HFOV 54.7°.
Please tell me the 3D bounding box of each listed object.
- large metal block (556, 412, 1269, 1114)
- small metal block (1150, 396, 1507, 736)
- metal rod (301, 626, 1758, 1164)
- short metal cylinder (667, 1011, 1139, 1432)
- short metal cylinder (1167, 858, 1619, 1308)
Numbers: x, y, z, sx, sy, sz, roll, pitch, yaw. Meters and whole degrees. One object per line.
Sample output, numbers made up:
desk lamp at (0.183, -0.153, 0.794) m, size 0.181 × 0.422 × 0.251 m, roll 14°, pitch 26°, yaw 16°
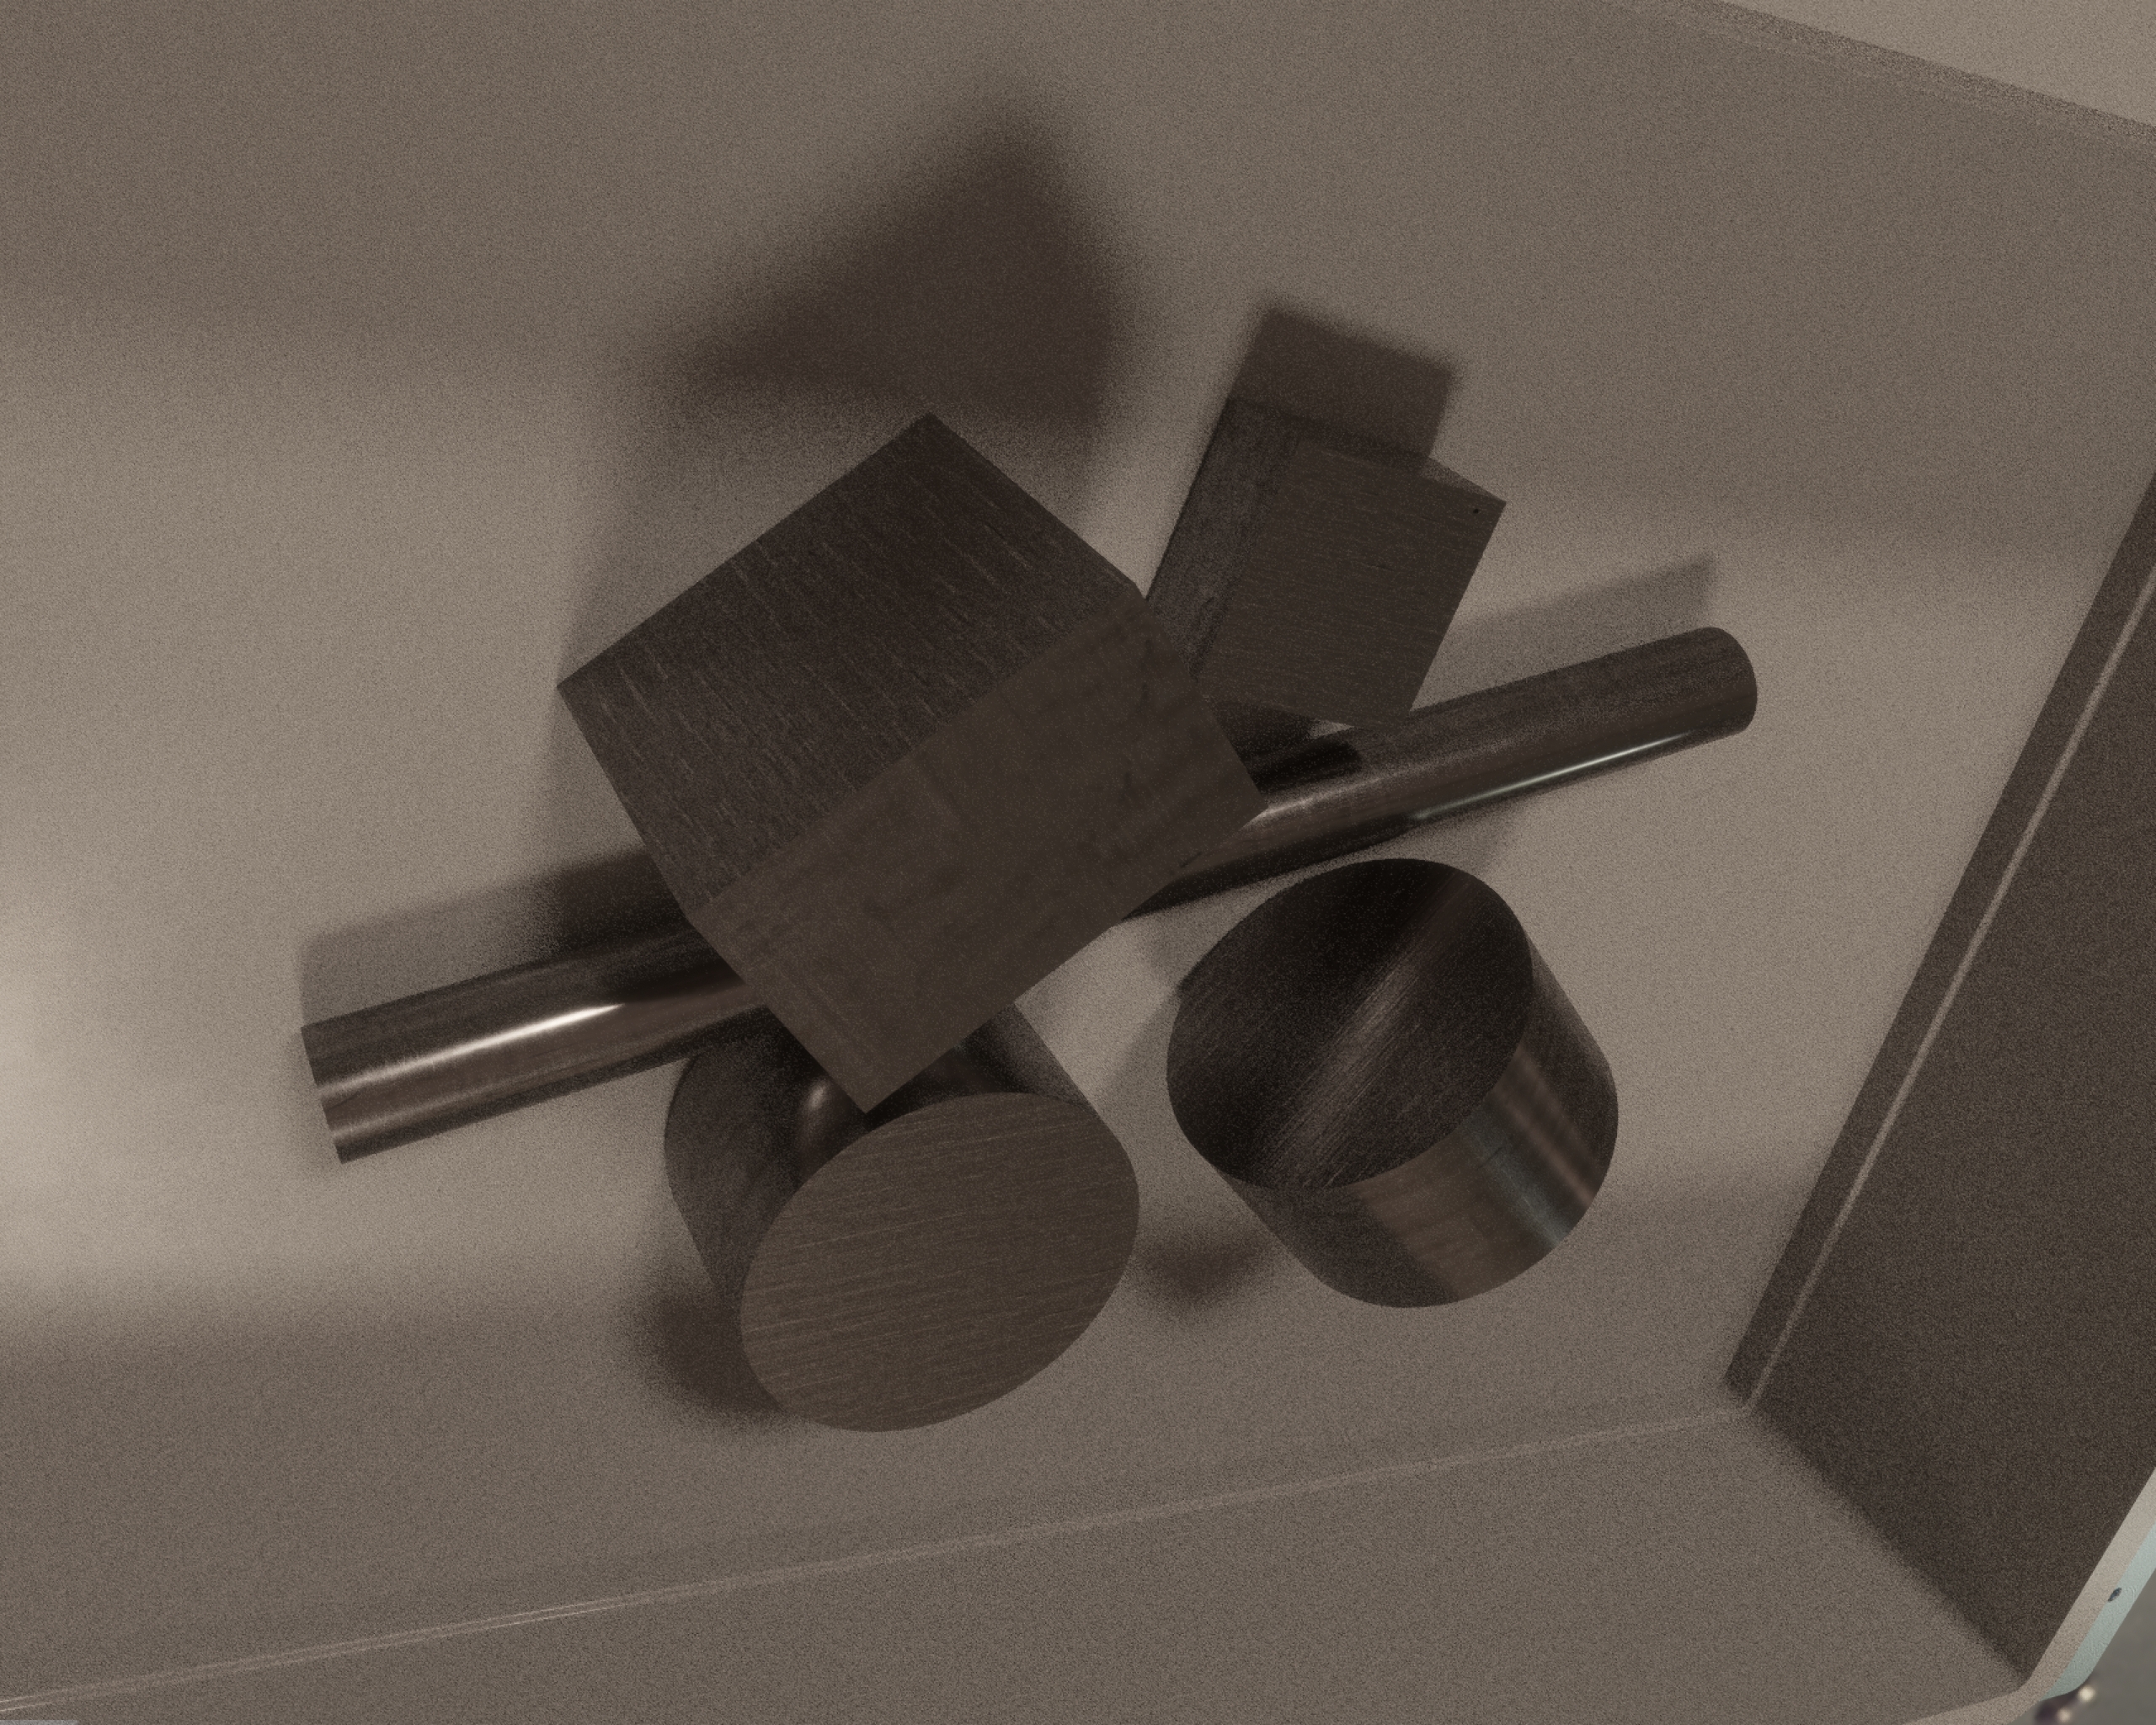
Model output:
large metal block at (-0.029, -0.019, 0.345) m, size 0.080 × 0.080 × 0.050 m, roll -37°, pitch 130°, yaw -4°
small metal block at (0.046, -0.056, 0.399) m, size 0.050 × 0.025 × 0.050 m, roll 9°, pitch 114°, yaw -33°
metal rod at (0.006, 0.000, 0.412) m, size 0.302 × 0.025 × 0.025 m, roll -16°, pitch 125°, yaw -20°
short metal cylinder at (-0.035, 0.065, 0.412) m, size 0.081 × 0.050 × 0.079 m, roll -14°, pitch 125°, yaw -21°
short metal cylinder at (0.066, 0.046, 0.438) m, size 0.080 × 0.080 × 0.050 m, roll -40°, pitch 130°, yaw -1°
